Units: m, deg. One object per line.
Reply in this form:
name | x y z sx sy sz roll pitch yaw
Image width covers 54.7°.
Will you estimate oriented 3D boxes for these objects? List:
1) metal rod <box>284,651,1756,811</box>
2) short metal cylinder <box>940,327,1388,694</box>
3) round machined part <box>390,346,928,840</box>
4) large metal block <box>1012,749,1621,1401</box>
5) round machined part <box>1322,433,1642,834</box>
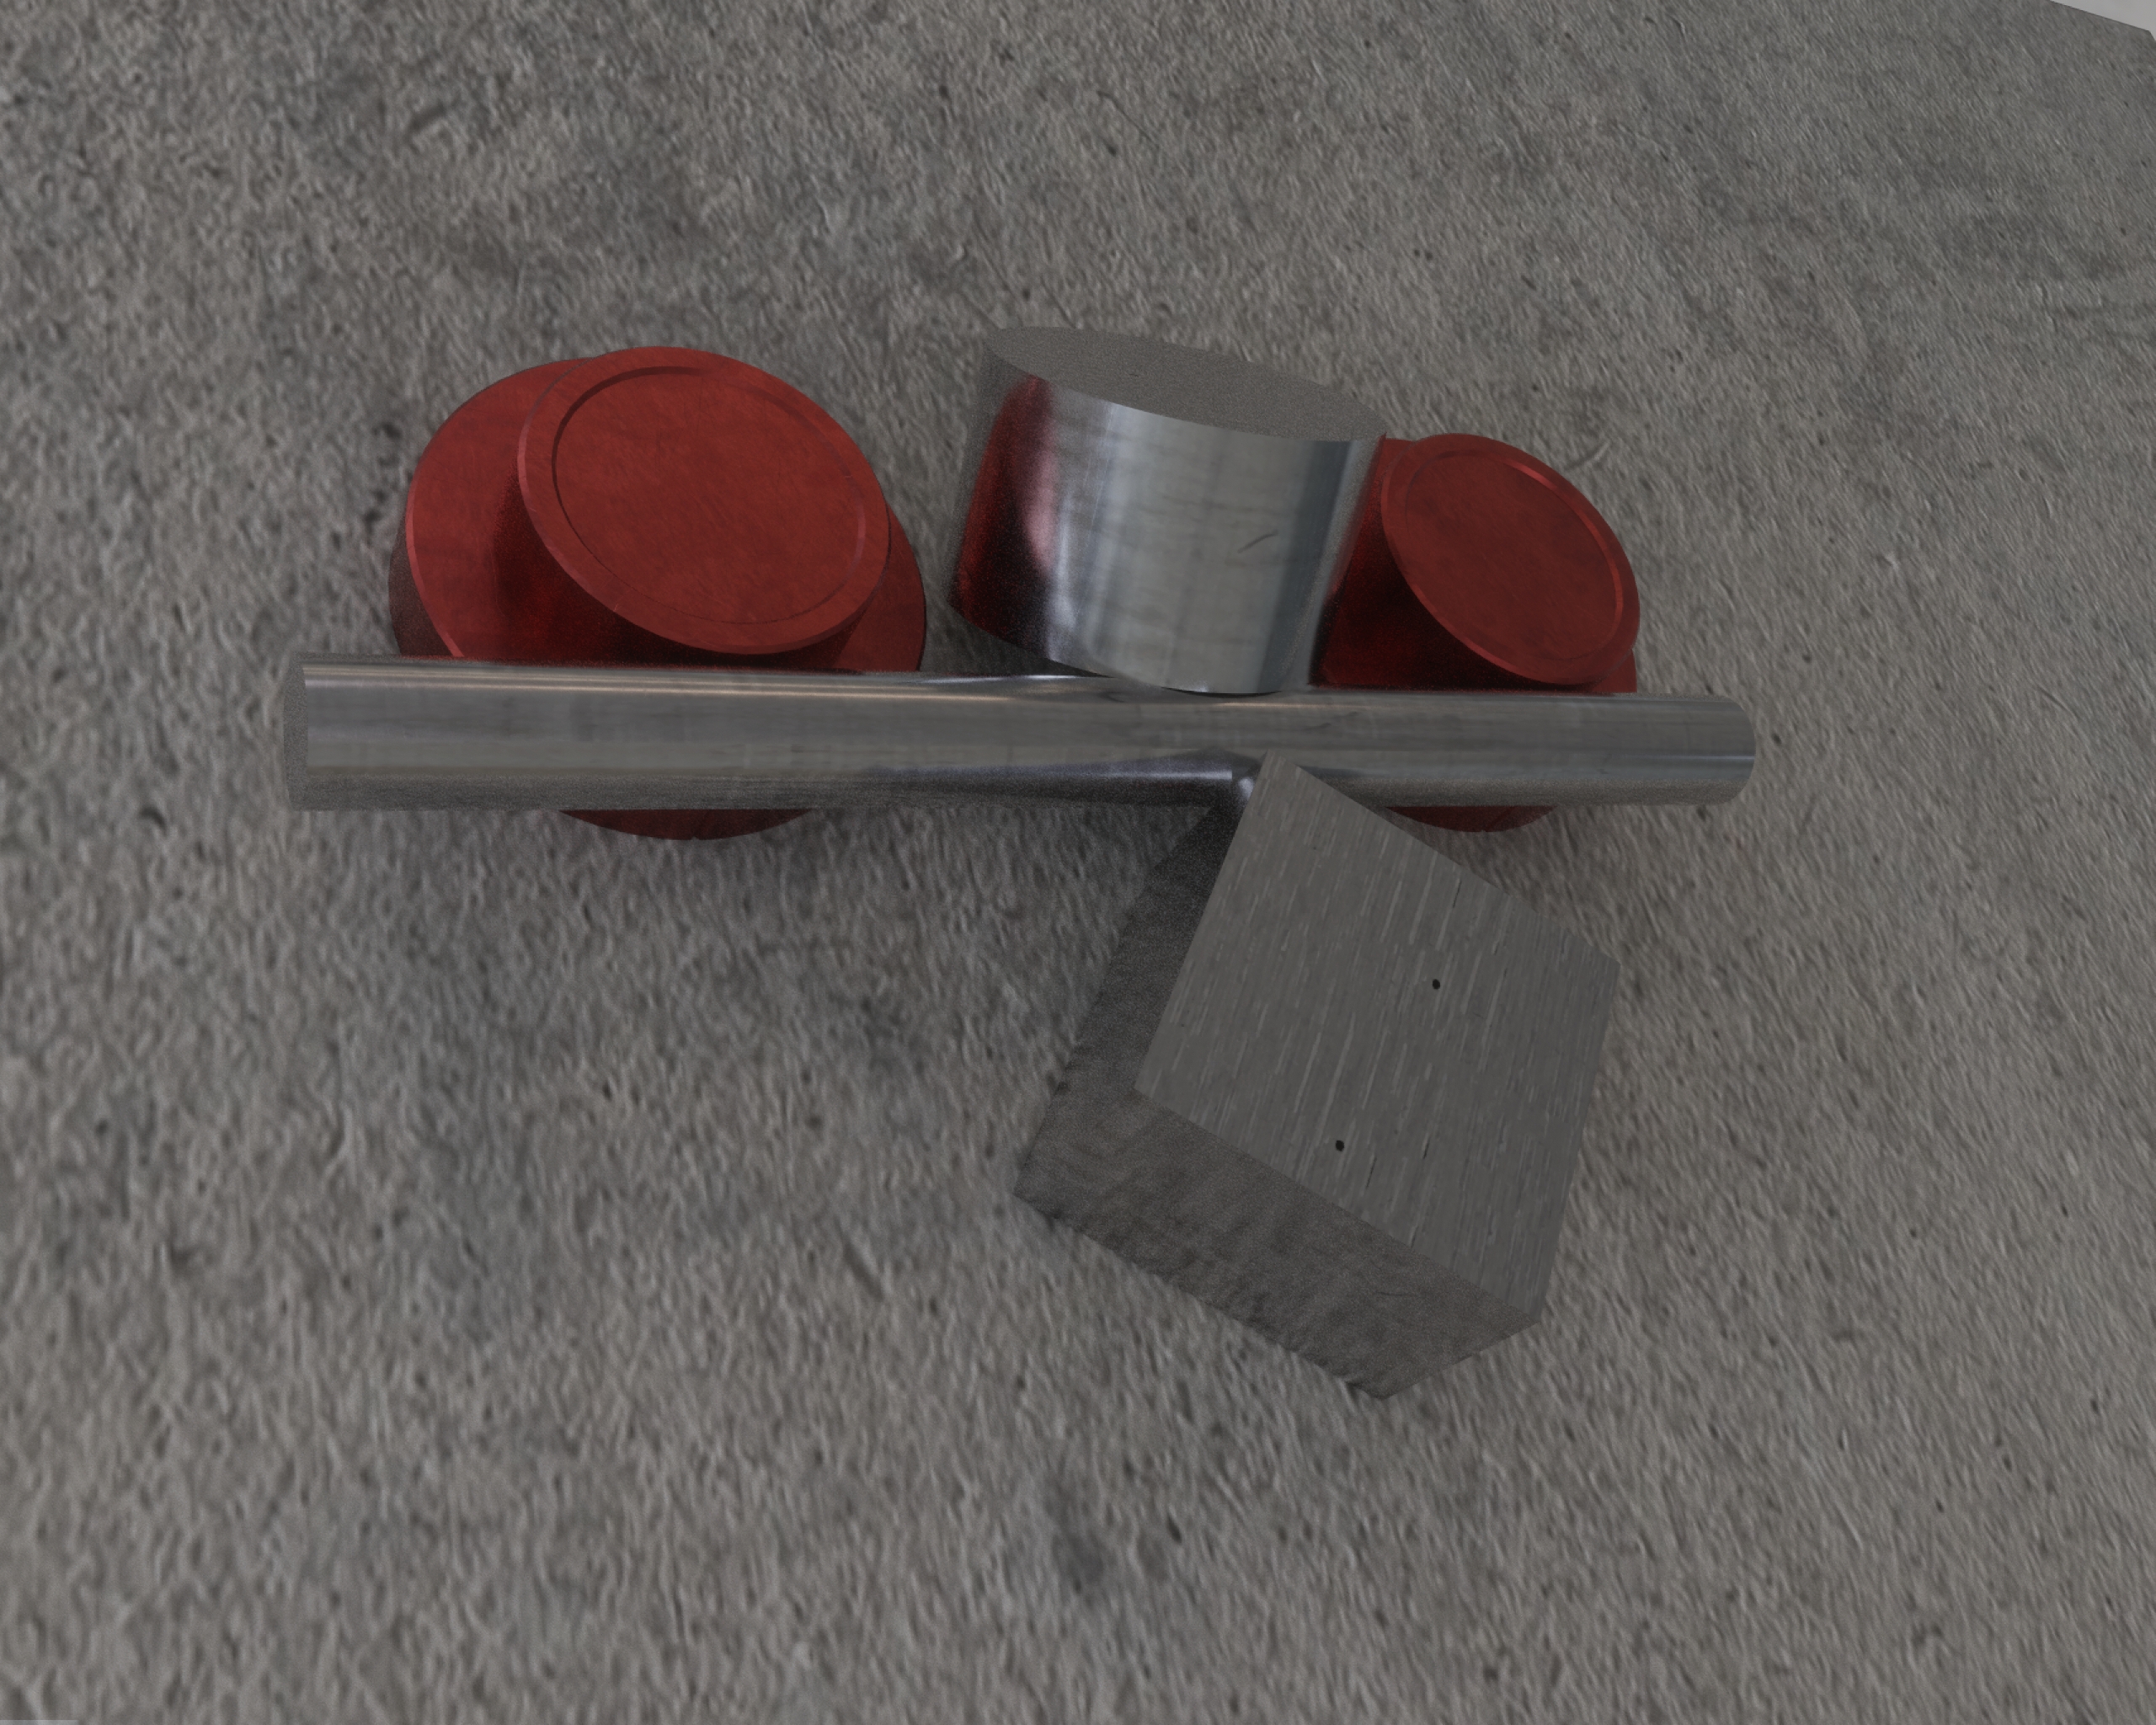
metal rod | 0.011 -0.023 0.398 0.303 0.025 0.025 -1 62 -29
short metal cylinder | 0.016 -0.072 0.418 0.081 0.050 0.080 11 23 -4
round machined part | -0.074 -0.056 0.388 0.099 0.042 0.098 14 56 -21
large metal block | 0.046 0.040 0.387 0.080 0.050 0.080 31 52 -9
round machined part | 0.088 -0.059 0.478 0.099 0.042 0.098 14 56 -21
